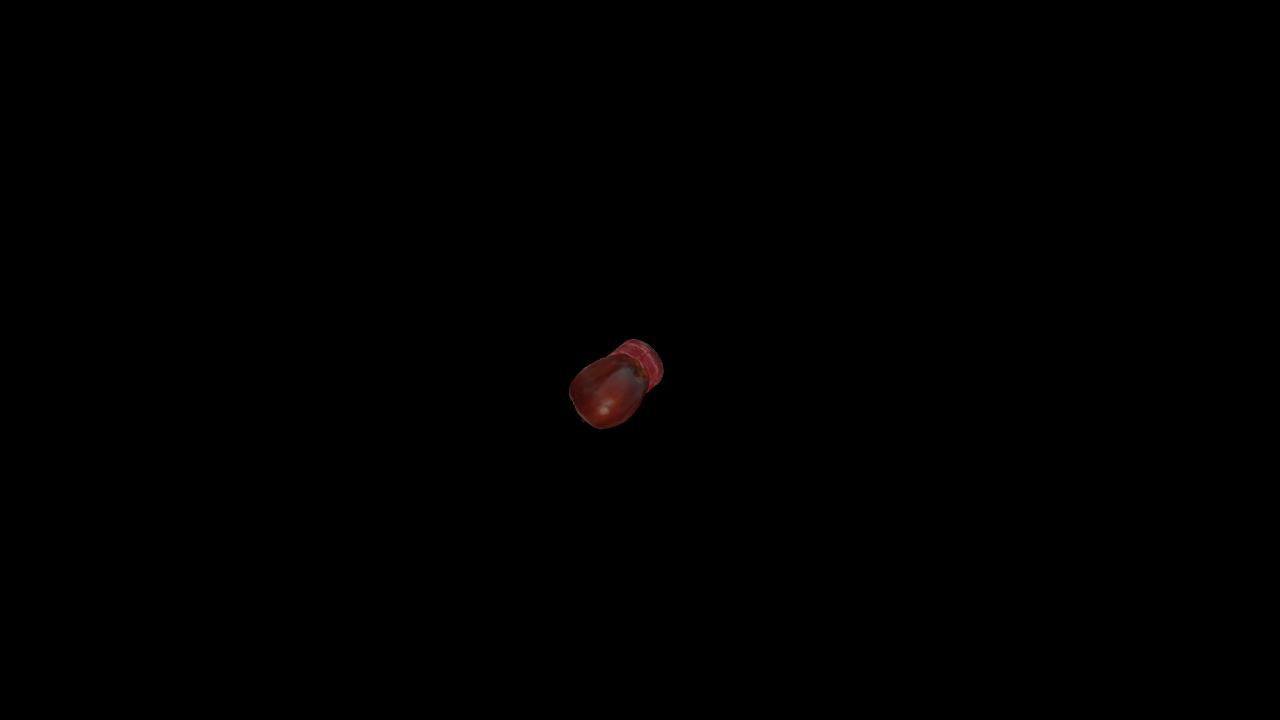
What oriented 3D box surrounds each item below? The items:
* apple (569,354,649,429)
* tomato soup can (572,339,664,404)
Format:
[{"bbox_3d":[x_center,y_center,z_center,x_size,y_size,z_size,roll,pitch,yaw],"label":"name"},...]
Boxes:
[{"bbox_3d":[-0.034,0.037,0.694,0.093,0.079,0.079,-41,-9,10],"label":"apple"},{"bbox_3d":[-0.026,0.027,0.737,0.068,0.068,0.101,0,28,40],"label":"tomato soup can"}]
